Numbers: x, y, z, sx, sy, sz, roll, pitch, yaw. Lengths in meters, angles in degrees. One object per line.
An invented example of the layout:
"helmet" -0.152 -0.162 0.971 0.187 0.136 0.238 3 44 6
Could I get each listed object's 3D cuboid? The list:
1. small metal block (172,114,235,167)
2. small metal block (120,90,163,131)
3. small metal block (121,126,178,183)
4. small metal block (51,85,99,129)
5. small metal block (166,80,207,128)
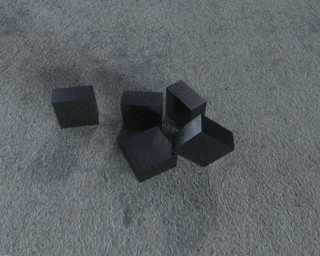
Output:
"small metal block" 0.050 0.016 0.360 0.050 0.050 0.025 28 45 -26
"small metal block" -0.022 -0.021 0.404 0.050 0.050 0.025 3 50 3
"small metal block" -0.013 0.031 0.377 0.050 0.025 0.050 -22 54 -18
"small metal block" -0.110 -0.027 0.409 0.050 0.050 0.025 -7 51 -6
"small metal block" 0.033 -0.027 0.409 0.025 0.050 0.050 -30 56 -23
